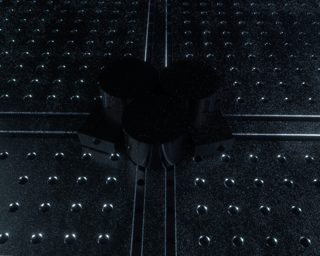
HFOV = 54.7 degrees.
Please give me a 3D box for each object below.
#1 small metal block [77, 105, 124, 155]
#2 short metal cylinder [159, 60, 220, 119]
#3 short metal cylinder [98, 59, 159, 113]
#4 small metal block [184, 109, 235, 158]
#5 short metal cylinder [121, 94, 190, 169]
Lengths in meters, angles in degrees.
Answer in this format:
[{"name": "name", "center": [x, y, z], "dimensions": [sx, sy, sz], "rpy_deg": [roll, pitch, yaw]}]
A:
[{"name": "small metal block", "center": [-0.070, 0.002, 0.401], "dimensions": [0.050, 0.025, 0.050], "rpy_deg": [16, 52, 13]}, {"name": "short metal cylinder", "center": [0.039, -0.049, 0.428], "dimensions": [0.081, 0.050, 0.080], "rpy_deg": [0, 50, 0]}, {"name": "short metal cylinder", "center": [-0.041, -0.051, 0.429], "dimensions": [0.081, 0.050, 0.080], "rpy_deg": [0, 50, 0]}, {"name": "small metal block", "center": [0.061, 0.007, 0.398], "dimensions": [0.050, 0.025, 0.050], "rpy_deg": [-11, 51, -9]}, {"name": "short metal cylinder", "center": [-0.005, 0.003, 0.384], "dimensions": [0.081, 0.050, 0.080], "rpy_deg": [0, 50, 0]}]
